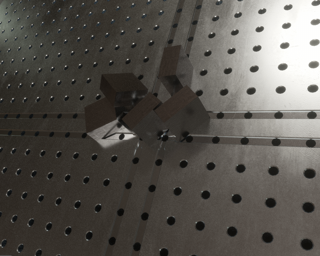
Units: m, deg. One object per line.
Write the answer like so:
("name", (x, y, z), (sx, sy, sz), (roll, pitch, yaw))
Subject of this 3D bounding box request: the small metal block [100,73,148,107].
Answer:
("small metal block", (-0.053, -0.057, 0.451), (0.050, 0.025, 0.050), (-9, 42, -33))

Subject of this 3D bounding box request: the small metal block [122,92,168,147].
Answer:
("small metal block", (-0.013, -0.010, 0.404), (0.050, 0.050, 0.025), (-44, 51, -3))

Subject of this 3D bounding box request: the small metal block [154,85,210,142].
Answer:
("small metal block", (0.029, -0.017, 0.387), (0.050, 0.050, 0.025), (-38, 51, 2))

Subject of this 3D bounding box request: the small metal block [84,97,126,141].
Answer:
("small metal block", (-0.082, -0.016, 0.459), (0.050, 0.025, 0.050), (-24, 53, 13))

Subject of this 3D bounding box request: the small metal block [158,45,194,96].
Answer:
("small metal block", (0.023, -0.077, 0.426), (0.025, 0.050, 0.050), (-3, 60, 26))
